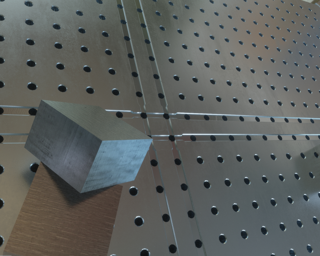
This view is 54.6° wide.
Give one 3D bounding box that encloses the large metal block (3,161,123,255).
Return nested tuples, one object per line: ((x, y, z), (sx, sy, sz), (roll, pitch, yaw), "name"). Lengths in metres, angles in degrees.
((-0.089, 0.088, 0.291), (0.080, 0.050, 0.080), (21, 54, -16), "large metal block")

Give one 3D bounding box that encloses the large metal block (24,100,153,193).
((-0.068, 0.015, 0.306), (0.080, 0.050, 0.080), (30, 13, 26), "large metal block")

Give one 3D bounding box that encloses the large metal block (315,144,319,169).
((0.319, 0.066, 0.523), (0.080, 0.050, 0.080), (16, 55, -19), "large metal block")
